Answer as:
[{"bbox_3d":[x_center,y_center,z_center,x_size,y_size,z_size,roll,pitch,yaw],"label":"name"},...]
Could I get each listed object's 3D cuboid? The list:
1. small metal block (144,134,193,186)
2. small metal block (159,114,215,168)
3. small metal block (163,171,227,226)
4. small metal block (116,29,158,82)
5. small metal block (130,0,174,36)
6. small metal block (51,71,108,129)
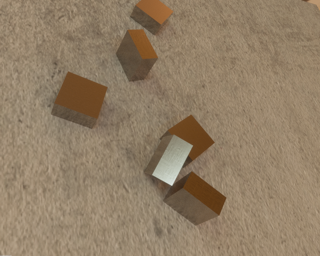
[{"bbox_3d":[0.008,0.037,0.360,0.025,0.050,0.050,31,79,-9],"label":"small metal block"},{"bbox_3d":[0.037,0.017,0.415,0.050,0.025,0.050,-33,81,-38],"label":"small metal block"},{"bbox_3d":[0.039,0.083,0.360,0.050,0.050,0.025,38,51,-3],"label":"small metal block"},{"bbox_3d":[-0.033,-0.101,0.433,0.025,0.050,0.050,-14,69,-34],"label":"small metal block"},{"bbox_3d":[-0.013,-0.189,0.514,0.050,0.025,0.050,36,51,-5],"label":"small metal block"},{"bbox_3d":[-0.096,-0.033,0.373,0.050,0.025,0.050,21,54,-16],"label":"small metal block"}]
